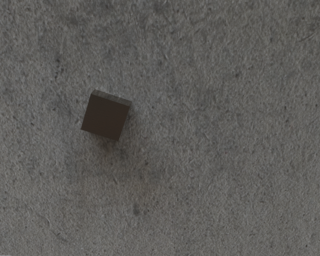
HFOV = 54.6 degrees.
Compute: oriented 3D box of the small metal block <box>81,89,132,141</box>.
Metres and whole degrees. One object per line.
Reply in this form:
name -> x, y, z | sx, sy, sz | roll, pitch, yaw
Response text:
small metal block -> -0.069, -0.017, 0.403 | 0.050, 0.025, 0.050 | 18, 109, -7
